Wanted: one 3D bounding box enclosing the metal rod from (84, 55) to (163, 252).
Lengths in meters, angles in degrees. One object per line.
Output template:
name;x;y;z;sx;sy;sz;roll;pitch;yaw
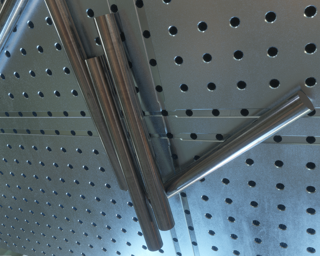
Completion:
metal rod;-0.046;0.047;0.441;0.025;0.025;0.298;-6;109;30

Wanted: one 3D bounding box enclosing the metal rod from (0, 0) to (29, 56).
metal rod;-0.200;-0.157;0.416;0.025;0.025;0.299;49;128;-7

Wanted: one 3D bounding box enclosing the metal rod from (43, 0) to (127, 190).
metal rod;-0.093;-0.039;0.433;0.025;0.025;0.298;-3;117;29

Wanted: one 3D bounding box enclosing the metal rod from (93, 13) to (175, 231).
metal rod;-0.028;0.005;0.408;0.025;0.025;0.298;-5;110;30

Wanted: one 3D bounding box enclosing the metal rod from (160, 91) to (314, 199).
metal rod;0.061;0.049;0.408;0.025;0.025;0.299;46;129;-4
